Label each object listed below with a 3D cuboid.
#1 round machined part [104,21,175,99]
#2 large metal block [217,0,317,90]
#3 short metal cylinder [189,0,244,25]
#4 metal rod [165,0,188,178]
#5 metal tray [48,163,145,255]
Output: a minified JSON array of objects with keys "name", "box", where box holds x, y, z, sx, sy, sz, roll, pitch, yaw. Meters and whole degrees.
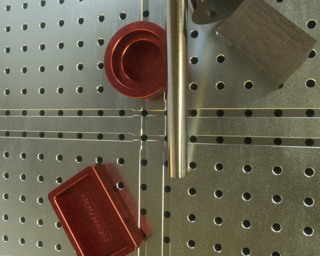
[{"name":"round machined part","box":[-0.020,-0.087,0.410,0.098,0.042,0.097,0,90,19]},{"name":"large metal block","box":[0.117,-0.091,0.342,0.080,0.080,0.050,45,104,14]},{"name":"short metal cylinder","box":[0.065,-0.165,0.360,0.080,0.080,0.050,-24,82,18]},{"name":"metal rod","box":[0.020,-0.082,0.359,0.025,0.025,0.298,5,109,19]},{"name":"metal tray","box":[-0.092,0.127,0.441,0.090,0.030,0.130,-34,79,16]}]
